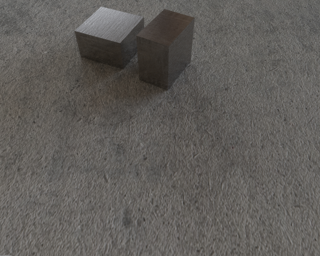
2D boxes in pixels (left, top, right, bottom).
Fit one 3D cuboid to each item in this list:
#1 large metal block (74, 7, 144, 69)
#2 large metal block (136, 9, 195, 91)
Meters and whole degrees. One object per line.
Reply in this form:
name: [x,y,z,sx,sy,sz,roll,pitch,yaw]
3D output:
large metal block: [-0.080,-0.151,0.513,0.080,0.050,0.080,19,52,15]
large metal block: [0.009,-0.118,0.466,0.050,0.080,0.080,23,54,18]
